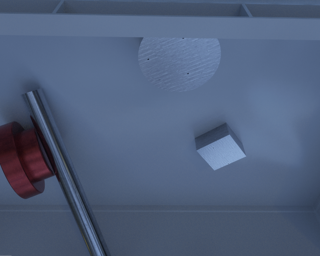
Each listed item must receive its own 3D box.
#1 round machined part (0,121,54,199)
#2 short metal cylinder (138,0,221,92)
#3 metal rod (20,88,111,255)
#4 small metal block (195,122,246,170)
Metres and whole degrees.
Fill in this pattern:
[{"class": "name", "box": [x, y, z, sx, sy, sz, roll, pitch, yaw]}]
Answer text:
[{"class": "round machined part", "box": [-0.166, 0.037, 0.395, 0.042, 0.098, 0.097, -21, 131, -11]}, {"class": "short metal cylinder", "box": [0.019, -0.084, 0.321, 0.081, 0.050, 0.079, 0, 130, 0]}, {"class": "metal rod", "box": [-0.109, 0.094, 0.407, 0.025, 0.025, 0.298, -15, 104, 12]}, {"class": "small metal block", "box": [0.084, 0.027, 0.433, 0.050, 0.025, 0.050, -29, 125, 22]}]
